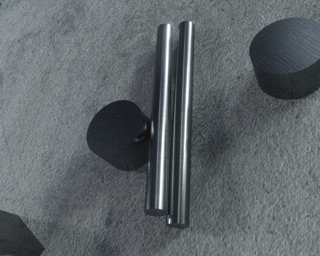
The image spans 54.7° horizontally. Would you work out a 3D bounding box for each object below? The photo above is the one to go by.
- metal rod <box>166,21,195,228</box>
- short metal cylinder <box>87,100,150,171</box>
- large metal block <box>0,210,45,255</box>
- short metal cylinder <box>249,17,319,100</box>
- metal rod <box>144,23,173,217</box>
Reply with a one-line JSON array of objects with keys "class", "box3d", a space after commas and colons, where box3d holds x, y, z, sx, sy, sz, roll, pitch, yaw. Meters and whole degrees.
[{"class": "metal rod", "box3d": [0.030, -0.026, 0.403, 0.025, 0.025, 0.299, -9, 58, 23]}, {"class": "short metal cylinder", "box3d": [-0.048, 0.010, 0.407, 0.080, 0.050, 0.080, -13, 56, 21]}, {"class": "large metal block", "box3d": [-0.209, 0.143, 0.390, 0.080, 0.080, 0.050, 28, 77, 37]}, {"class": "short metal cylinder", "box3d": [0.149, -0.080, 0.358, 0.080, 0.050, 0.080, -13, 56, 21]}, {"class": "metal rod", "box3d": [0.002, -0.034, 0.410, 0.025, 0.025, 0.300, -13, 52, 21]}]
